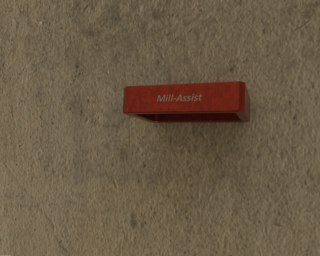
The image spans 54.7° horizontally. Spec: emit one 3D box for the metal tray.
[{"bbox_3d":[0.034,-0.026,0.360,0.130,0.090,0.030,0,84,19],"label":"metal tray"}]
